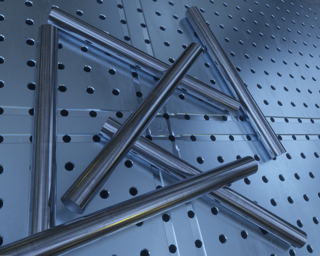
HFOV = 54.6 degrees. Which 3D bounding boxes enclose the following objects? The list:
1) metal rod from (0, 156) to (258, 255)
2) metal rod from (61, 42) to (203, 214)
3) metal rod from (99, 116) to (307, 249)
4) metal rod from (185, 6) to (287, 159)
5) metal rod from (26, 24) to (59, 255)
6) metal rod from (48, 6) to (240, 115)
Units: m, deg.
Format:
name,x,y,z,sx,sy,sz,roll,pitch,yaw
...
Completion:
name,x,y,z,sx,sy,sz,roll,pitch,yaw
metal rod,-0.004,0.078,0.324,0.302,0.025,0.025,-13,69,-33
metal rod,-0.014,-0.024,0.381,0.025,0.025,0.301,38,51,-3
metal rod,0.060,0.073,0.395,0.301,0.025,0.025,31,52,-8
metal rod,0.121,-0.086,0.524,0.025,0.025,0.299,-15,69,-34
metal rod,-0.125,0.005,0.337,0.025,0.025,0.299,5,59,-26
metal rod,-0.014,-0.093,0.456,0.301,0.025,0.025,25,53,-13
